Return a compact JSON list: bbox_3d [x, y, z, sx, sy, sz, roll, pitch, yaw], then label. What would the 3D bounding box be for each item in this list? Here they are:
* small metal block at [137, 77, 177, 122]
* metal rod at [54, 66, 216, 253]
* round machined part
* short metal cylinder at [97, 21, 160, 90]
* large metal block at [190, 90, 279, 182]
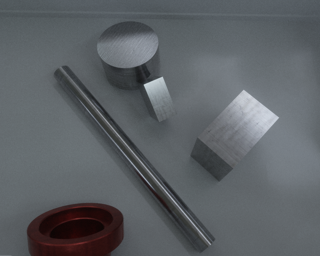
[{"bbox_3d":[-0.005,-0.039,0.400,0.025,0.050,0.050,-25,105,-9],"label":"small metal block"},{"bbox_3d":[-0.042,0.029,0.398,0.025,0.025,0.300,-38,75,-13],"label":"metal rod"},{"bbox_3d":[-0.088,0.120,0.333,0.099,0.098,0.042,-1,99,-1],"label":"round machined part"},{"bbox_3d":[-0.041,-0.099,0.427,0.080,0.050,0.080,-1,63,2],"label":"short metal cylinder"},{"bbox_3d":[0.086,0.013,0.377,0.050,0.080,0.080,42,75,13],"label":"large metal block"}]
